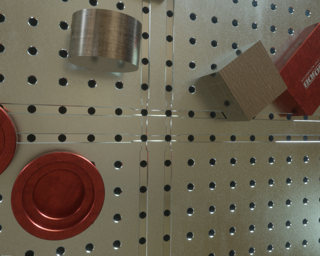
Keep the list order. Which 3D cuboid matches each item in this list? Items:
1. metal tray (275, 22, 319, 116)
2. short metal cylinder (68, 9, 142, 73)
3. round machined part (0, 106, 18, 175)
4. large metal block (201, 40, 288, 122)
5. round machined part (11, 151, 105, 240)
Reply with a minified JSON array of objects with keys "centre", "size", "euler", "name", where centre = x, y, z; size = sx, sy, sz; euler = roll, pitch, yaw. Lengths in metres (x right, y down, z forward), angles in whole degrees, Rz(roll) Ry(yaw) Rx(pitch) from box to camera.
[{"centre":[0.240,-0.094,0.498],"size":[0.090,0.030,0.130],"euler":[45,76,-15],"name":"metal tray"},{"centre":[-0.063,-0.098,0.360],"size":[0.081,0.080,0.050],"euler":[5,89,-20],"name":"short metal cylinder"},{"centre":[-0.205,0.014,0.328],"size":[0.099,0.042,0.097],"euler":[0,90,-20],"name":"round machined part"},{"centre":[0.120,-0.065,0.443],"size":[0.080,0.050,0.080],"euler":[-38,102,-16],"name":"large metal block"},{"centre":[-0.117,0.075,0.360],"size":[0.099,0.042,0.097],"euler":[0,90,-20],"name":"round machined part"}]
